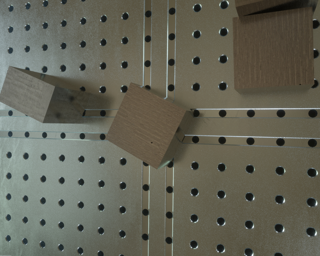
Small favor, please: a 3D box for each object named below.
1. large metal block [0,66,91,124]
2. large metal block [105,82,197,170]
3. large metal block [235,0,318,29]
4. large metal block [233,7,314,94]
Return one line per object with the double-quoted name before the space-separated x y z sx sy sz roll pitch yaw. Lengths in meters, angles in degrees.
"large metal block" -0.161 -0.045 0.441 0.080 0.080 0.050 24 98 18
"large metal block" -0.011 -0.004 0.404 0.080 0.050 0.080 29 99 17
"large metal block" 0.125 -0.152 0.339 0.080 0.080 0.050 -7 88 20
"large metal block" 0.128 -0.084 0.354 0.080 0.050 0.080 -1 90 20
